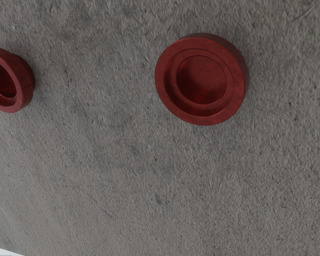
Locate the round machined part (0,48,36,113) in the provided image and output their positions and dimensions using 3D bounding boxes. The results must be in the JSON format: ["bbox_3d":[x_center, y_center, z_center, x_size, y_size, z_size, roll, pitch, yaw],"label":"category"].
[{"bbox_3d":[-0.232,-0.075,0.472,0.098,0.042,0.097,13,124,21],"label":"round machined part"}]

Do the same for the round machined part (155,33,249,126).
[{"bbox_3d":[0.047,-0.055,0.337,0.098,0.042,0.097,13,124,21],"label":"round machined part"}]
